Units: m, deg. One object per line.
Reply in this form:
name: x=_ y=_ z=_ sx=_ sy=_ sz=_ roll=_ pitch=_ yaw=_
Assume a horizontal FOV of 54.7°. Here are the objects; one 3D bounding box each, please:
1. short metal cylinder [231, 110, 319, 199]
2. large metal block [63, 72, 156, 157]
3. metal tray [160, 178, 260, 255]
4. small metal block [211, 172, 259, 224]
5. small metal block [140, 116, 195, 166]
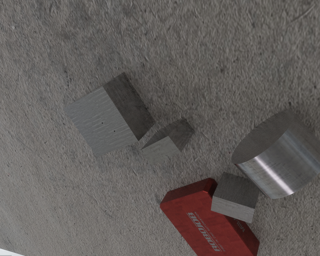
short metal cylinder: x=0.122 y=0.027 z=0.323 sx=0.050 sy=0.080 sz=0.080 roll=46 pitch=129 yaw=-4
large metal block: x=-0.067 y=-0.017 z=0.416 sx=0.080 sy=0.050 sz=0.080 roll=-22 pitch=107 yaw=36
metal tray: x=0.072 y=0.141 z=0.453 sx=0.090 sy=0.030 sz=0.130 roll=-28 pitch=103 yaw=37
small metal block: x=0.097 y=0.087 z=0.393 sx=0.050 sy=0.050 sz=0.025 roll=14 pitch=124 yaw=20
small metal block: x=0.010 y=0.017 z=0.396 sx=0.050 sy=0.050 sz=0.025 roll=-29 pitch=102 yaw=37
